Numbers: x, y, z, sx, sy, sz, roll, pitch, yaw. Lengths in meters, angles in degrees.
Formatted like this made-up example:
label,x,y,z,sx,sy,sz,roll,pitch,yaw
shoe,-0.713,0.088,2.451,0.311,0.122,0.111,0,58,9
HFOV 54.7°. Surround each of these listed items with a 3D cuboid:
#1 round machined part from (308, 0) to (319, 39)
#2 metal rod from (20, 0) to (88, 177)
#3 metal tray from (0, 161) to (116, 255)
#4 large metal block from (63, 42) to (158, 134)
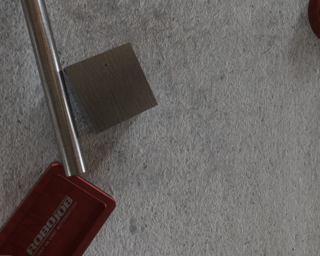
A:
label,x,y,z,sx,sy,sz,roll,pitch,yaw
round machined part,0.299,-0.193,0.513,0.099,0.042,0.097,0,90,-21
metal rod,-0.130,-0.094,0.345,0.025,0.025,0.298,-14,89,-20
metal tray,-0.125,0.116,0.360,0.090,0.030,0.130,38,78,-16
large metal block,-0.061,-0.046,0.374,0.081,0.050,0.080,-27,99,-18
